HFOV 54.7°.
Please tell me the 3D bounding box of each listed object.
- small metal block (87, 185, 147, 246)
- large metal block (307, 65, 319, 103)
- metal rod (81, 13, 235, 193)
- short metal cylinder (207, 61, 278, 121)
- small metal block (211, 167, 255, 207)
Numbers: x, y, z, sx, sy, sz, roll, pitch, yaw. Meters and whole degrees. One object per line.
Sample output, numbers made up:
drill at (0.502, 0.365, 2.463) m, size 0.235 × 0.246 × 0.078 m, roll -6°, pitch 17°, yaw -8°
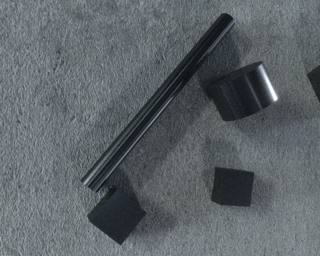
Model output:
small metal block at (-0.054, 0.109, 0.390) m, size 0.050 × 0.025 × 0.050 m, roll 44°, pitch 76°, yaw -15°
large metal block at (0.304, -0.076, 0.511) m, size 0.080 × 0.050 × 0.080 m, roll -34°, pitch 101°, yaw -17°
metal rod at (0.005, -0.042, 0.411) m, size 0.025 × 0.025 × 0.300 m, roll 43°, pitch 76°, yaw -16°
short metal cylinder at (0.112, -0.050, 0.423) m, size 0.080 × 0.080 × 0.050 m, roll -31°, pitch 101°, yaw -18°
small metal block at (0.106, 0.085, 0.450) m, size 0.050 × 0.025 × 0.050 m, roll 9°, pitch 87°, yaw -20°
